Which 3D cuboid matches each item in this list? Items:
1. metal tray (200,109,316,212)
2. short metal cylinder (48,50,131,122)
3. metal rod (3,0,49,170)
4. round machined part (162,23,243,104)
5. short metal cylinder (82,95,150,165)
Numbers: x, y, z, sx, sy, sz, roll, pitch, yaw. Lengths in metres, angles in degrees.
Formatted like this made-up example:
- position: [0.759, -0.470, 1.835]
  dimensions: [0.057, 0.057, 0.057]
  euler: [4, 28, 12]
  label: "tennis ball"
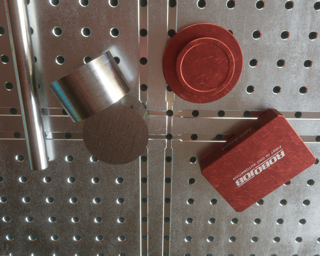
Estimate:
- position: [0.132, 0.047, 0.429]
  dimensions: [0.130, 0.030, 0.090]
  euler: [-39, 106, 13]
  label: "metal tray"
- position: [-0.082, -0.049, 0.365]
  dimensions: [0.080, 0.080, 0.050]
  euler: [-27, 108, 9]
  label: "short metal cylinder"
- position: [-0.168, -0.087, 0.379]
  dimensions: [0.025, 0.025, 0.298]
  euler: [0, 110, 0]
  label: "metal rod"
- position: [0.052, -0.076, 0.376]
  dimensions: [0.099, 0.042, 0.097]
  euler: [0, 110, 0]
  label: "round machined part"
- position: [-0.054, 0.000, 0.400]
  dimensions: [0.081, 0.050, 0.079]
  euler: [0, 110, 0]
  label: "short metal cylinder"
